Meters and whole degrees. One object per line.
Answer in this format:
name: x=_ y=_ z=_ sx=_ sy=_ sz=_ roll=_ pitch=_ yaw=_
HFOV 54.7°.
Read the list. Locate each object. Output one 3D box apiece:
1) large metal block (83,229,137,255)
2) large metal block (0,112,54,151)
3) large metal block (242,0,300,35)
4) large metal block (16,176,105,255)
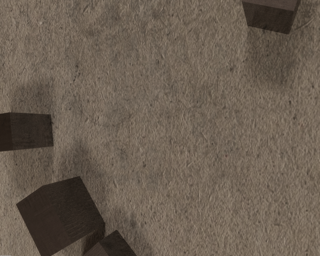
large metal block: x=-0.072 y=0.202 z=0.420 sx=0.080 sy=0.050 sz=0.080 roll=-45 pitch=77 yaw=14
large metal block: x=-0.218 y=0.008 z=0.455 sx=0.080 sy=0.080 sz=0.050 roll=-6 pitch=88 yaw=19
large metal block: x=0.129 y=-0.156 z=0.334 sx=0.050 sy=0.080 sz=0.080 roll=19 pitch=96 yaw=18
large metal block: x=-0.133 y=0.119 z=0.425 sx=0.050 sy=0.080 sz=0.080 roll=-34 pitch=79 yaw=16
